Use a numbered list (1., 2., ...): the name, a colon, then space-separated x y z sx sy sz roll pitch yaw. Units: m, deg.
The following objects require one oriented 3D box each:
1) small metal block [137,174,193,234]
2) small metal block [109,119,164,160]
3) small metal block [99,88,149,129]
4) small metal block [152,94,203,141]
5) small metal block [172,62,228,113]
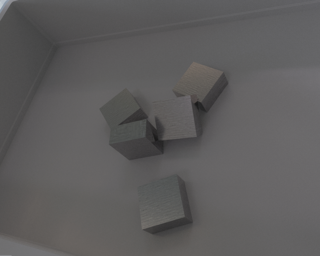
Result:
1. small metal block: 0.005 0.086 0.350 0.050 0.025 0.050 -21 54 15
2. small metal block: -0.029 0.016 0.395 0.050 0.050 0.025 -12 57 21
3. small metal block: -0.053 -0.022 0.447 0.050 0.025 0.050 -38 51 3
4. small metal block: 0.022 -0.013 0.386 0.050 0.025 0.050 -7 96 24
5. small metal block: 0.053 -0.055 0.412 0.050 0.025 0.050 29 77 37
